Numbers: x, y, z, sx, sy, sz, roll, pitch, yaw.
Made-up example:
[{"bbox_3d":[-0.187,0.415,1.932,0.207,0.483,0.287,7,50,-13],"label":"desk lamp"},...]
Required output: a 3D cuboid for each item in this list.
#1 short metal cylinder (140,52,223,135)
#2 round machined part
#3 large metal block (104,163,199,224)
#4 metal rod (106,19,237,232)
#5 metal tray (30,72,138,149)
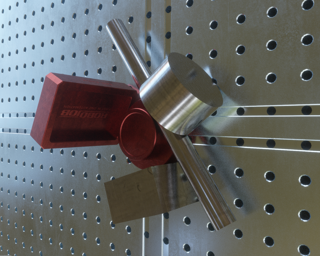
[{"bbox_3d":[0.024,-0.039,0.350,0.050,0.081,0.080,-44,64,31],"label":"short metal cylinder"},{"bbox_3d":[-0.018,0.008,0.411,0.098,0.042,0.097,0,90,39],"label":"round machined part"},{"bbox_3d":[-0.007,0.077,0.377,0.080,0.081,0.050,-24,75,37],"label":"large metal block"},{"bbox_3d":[0.003,-0.020,0.378,0.025,0.025,0.299,-42,65,31],"label":"metal rod"},{"bbox_3d":[-0.098,-0.020,0.420,0.030,0.131,0.089,34,111,34],"label":"metal tray"}]
